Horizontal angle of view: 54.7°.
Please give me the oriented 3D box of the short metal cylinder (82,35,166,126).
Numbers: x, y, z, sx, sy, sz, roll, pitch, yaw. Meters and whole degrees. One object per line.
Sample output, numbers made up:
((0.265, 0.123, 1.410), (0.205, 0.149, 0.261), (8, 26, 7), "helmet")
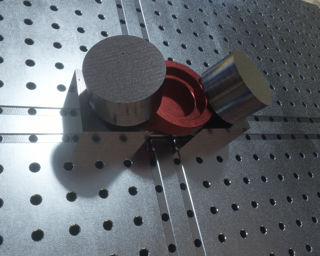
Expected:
((-0.036, -0.048, 0.321), (0.081, 0.050, 0.080), (2, 65, -4), "short metal cylinder")

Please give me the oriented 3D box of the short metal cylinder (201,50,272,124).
((0.097, -0.052, 0.395), (0.080, 0.050, 0.080), (31, 42, -33), "short metal cylinder")

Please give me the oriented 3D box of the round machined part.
((0.014, -0.033, 0.387), (0.099, 0.042, 0.098), (14, 56, -21), "round machined part")

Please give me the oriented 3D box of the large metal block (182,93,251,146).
((0.070, -0.023, 0.443), (0.081, 0.050, 0.080), (-1, 62, -29), "large metal block")

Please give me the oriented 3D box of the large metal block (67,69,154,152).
((-0.062, -0.019, 0.370), (0.081, 0.050, 0.080), (1, 62, -28), "large metal block")
